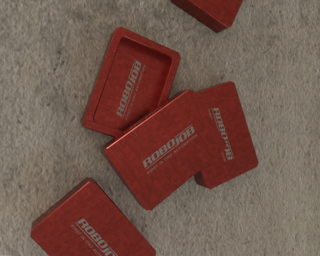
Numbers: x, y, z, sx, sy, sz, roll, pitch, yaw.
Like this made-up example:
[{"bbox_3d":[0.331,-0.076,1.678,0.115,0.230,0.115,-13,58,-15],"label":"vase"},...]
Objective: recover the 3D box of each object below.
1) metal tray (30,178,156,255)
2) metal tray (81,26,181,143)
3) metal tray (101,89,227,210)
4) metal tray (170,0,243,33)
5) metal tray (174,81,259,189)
[{"bbox_3d":[-0.078,0.137,0.378,0.090,0.030,0.130,-41,103,-16],"label":"metal tray"},{"bbox_3d":[-0.036,-0.049,0.393,0.091,0.030,0.129,20,83,-19],"label":"metal tray"},{"bbox_3d":[0.007,0.024,0.378,0.131,0.030,0.090,-37,102,-16],"label":"metal tray"},{"bbox_3d":[0.081,-0.214,0.437,0.090,0.030,0.130,28,81,-18],"label":"metal tray"},{"bbox_3d":[0.078,0.009,0.437,0.091,0.030,0.129,-21,97,-19],"label":"metal tray"}]
